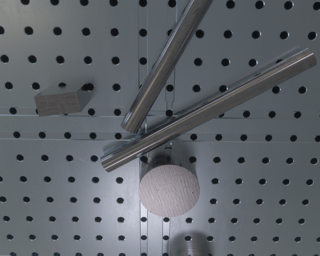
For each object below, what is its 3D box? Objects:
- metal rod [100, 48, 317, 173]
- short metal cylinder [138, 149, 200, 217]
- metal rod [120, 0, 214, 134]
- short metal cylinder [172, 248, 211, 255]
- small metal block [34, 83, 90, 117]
[{"bbox_3d":[0.055,-0.019,0.406,0.301,0.025,0.025,-28,108,9],"label":"metal rod"},{"bbox_3d":[0.012,0.075,0.428,0.081,0.050,0.079,0,110,0],"label":"short metal cylinder"},{"bbox_3d":[0.032,-0.122,0.368,0.025,0.025,0.298,28,108,-10],"label":"metal rod"},{"bbox_3d":[0.051,0.240,0.489,0.081,0.050,0.079,0,111,0],"label":"short metal cylinder"},{"bbox_3d":[-0.120,-0.036,0.386,0.050,0.050,0.025,-6,110,2],"label":"small metal block"}]
